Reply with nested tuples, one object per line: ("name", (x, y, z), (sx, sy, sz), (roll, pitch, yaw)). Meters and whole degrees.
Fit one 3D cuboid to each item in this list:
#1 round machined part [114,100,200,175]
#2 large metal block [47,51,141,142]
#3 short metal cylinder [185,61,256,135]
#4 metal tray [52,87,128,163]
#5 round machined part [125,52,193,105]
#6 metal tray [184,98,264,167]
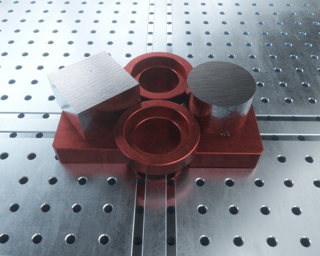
("round machined part", (-0.003, 0.015, 0.372), (0.099, 0.042, 0.098), (0, 50, 0))
("large metal block", (-0.080, -0.042, 0.387), (0.081, 0.050, 0.080), (-30, 56, -23))
("short metal cylinder", (0.072, -0.038, 0.384), (0.081, 0.050, 0.080), (0, 50, 0))
("metal tray", (-0.082, -0.015, 0.416), (0.091, 0.030, 0.130), (1, 50, -1))
("round machined part", (-0.001, -0.061, 0.435), (0.099, 0.042, 0.098), (0, 50, 0))
("metal tray", (0.078, -0.011, 0.411), (0.091, 0.030, 0.130), (1, 50, 0))
